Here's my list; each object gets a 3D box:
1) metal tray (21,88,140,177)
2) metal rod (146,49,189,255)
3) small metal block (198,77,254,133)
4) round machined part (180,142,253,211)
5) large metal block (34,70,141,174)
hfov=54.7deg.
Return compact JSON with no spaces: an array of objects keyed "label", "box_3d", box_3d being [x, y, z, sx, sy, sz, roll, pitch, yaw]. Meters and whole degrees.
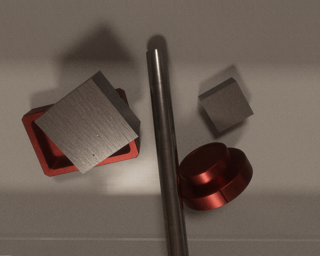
[{"label":"metal tray","box_3d":[-0.100,0.007,0.409,0.131,0.030,0.089,-13,110,4]},{"label":"metal rod","box_3d":[0.011,0.055,0.374,0.025,0.025,0.298,-6,88,2]},{"label":"small metal block","box_3d":[0.085,-0.030,0.402,0.050,0.025,0.050,-30,108,10]},{"label":"round machined part","box_3d":[0.063,0.054,0.393,0.098,0.098,0.042,-29,108,10]},{"label":"large metal block","box_3d":[-0.080,-0.008,0.362,0.080,0.050,0.080,-34,107,11]}]
